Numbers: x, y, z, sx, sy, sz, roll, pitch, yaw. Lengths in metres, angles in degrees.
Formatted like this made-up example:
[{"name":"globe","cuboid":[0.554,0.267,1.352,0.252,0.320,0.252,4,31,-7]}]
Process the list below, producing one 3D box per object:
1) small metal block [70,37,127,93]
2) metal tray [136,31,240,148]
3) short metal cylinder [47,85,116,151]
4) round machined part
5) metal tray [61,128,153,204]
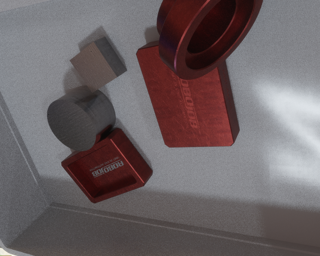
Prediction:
[{"name":"small metal block","cuboid":[-0.079,-0.081,0.399,0.050,0.025,0.050,-24,106,36]},{"name":"metal tray","cuboid":[0.035,-0.040,0.361,0.090,0.030,0.129,-4,117,29]},{"name":"short metal cylinder","cuboid":[-0.111,-0.014,0.440,0.080,0.050,0.079,13,124,20]},{"name":"round machined part","cuboid":[0.036,-0.092,0.260,0.042,0.099,0.097,47,132,21]},{"name":"metal tray","cuboid":[-0.086,0.063,0.487,0.130,0.030,0.090,-27,104,37]}]
